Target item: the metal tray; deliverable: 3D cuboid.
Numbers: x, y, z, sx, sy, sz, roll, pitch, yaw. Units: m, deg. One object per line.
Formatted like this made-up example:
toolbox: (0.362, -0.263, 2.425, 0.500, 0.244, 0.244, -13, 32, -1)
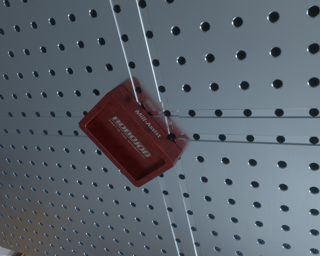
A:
metal tray: (-0.044, 0.015, 0.440, 0.130, 0.030, 0.090, 48, 129, -6)
